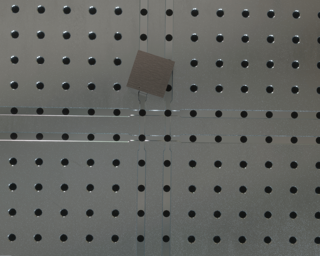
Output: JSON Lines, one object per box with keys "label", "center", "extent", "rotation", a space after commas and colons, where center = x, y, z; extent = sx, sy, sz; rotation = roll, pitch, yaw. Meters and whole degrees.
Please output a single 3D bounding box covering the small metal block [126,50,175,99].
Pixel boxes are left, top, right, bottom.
{"label": "small metal block", "center": [-0.012, -0.070, 0.413], "extent": [0.050, 0.025, 0.050], "rotation": [18, 90, -1]}
